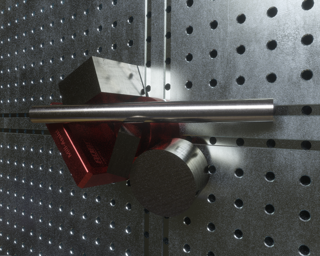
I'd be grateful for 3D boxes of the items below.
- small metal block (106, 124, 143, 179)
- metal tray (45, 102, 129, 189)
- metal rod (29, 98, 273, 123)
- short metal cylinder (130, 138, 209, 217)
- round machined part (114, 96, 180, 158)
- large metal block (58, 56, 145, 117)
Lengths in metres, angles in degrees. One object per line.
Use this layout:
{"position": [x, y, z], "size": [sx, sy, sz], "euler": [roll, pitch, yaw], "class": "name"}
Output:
{"position": [-0.041, 0.025, 0.368], "size": [0.025, 0.050, 0.050], "euler": [17, 102, -5], "class": "small metal block"}
{"position": [-0.100, 0.020, 0.446], "size": [0.030, 0.091, 0.130], "euler": [-51, 61, 28], "class": "metal tray"}
{"position": [-0.026, -0.018, 0.367], "size": [0.301, 0.025, 0.025], "euler": [0, 90, 20], "class": "metal rod"}
{"position": [0.012, 0.057, 0.366], "size": [0.080, 0.050, 0.079], "euler": [6, 105, 23], "class": "short metal cylinder"}
{"position": [-0.024, 0.006, 0.420], "size": [0.098, 0.042, 0.097], "euler": [0, 90, 39], "class": "round machined part"}
{"position": [-0.082, -0.053, 0.436], "size": [0.080, 0.081, 0.050], "euler": [-27, 74, 36], "class": "large metal block"}
